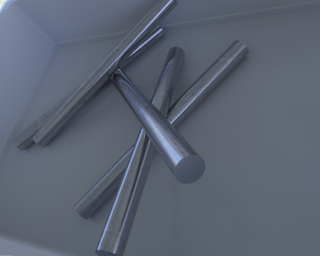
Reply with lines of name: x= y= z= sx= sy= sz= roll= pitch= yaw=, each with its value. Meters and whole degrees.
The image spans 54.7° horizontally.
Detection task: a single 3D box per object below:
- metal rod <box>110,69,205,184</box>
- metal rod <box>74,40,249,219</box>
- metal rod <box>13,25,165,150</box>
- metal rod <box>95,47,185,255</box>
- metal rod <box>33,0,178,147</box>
metal rod: x=-0.023 y=-0.026 z=0.364 sx=0.025 sy=0.025 sz=0.300 roll=-40 pitch=29 yaw=1
metal rod: x=0.005 y=-0.001 z=0.403 sx=0.300 sy=0.025 sz=0.025 roll=-46 pitch=51 yaw=-4
metal rod: x=-0.116 y=-0.067 z=0.507 sx=0.300 sy=0.025 sz=0.025 roll=-39 pitch=51 yaw=1
metal rod: x=-0.010 y=0.001 z=0.368 sx=0.025 sy=0.025 sz=0.300 roll=-5 pitch=46 yaw=26
metal rod: x=-0.087 y=-0.082 z=0.467 sx=0.299 sy=0.025 sz=0.025 roll=-45 pitch=50 yaw=11
